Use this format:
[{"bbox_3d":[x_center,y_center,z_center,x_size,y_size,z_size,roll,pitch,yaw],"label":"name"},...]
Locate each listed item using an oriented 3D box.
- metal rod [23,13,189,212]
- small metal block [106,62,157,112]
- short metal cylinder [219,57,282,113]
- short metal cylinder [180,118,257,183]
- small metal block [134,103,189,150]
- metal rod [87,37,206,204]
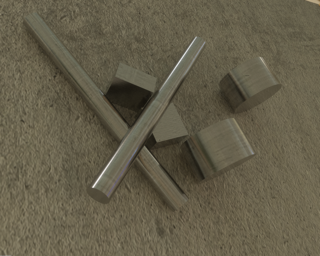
[{"bbox_3d":[-0.070,-0.025,0.380,0.025,0.025,0.300,-34,81,-38],"label":"metal rod"},{"bbox_3d":[-0.039,-0.050,0.397,0.050,0.050,0.025,21,54,-16],"label":"small metal block"},{"bbox_3d":[0.140,-0.065,0.484,0.081,0.080,0.050,-16,70,-34],"label":"short metal cylinder"},{"bbox_3d":[0.073,0.029,0.390,0.081,0.080,0.050,-15,70,-34],"label":"short metal cylinder"},{"bbox_3d":[0.002,-0.003,0.406,0.050,0.025,0.050,-12,68,-33],"label":"small metal block"},{"bbox_3d":[0.001,-0.034,0.392,0.025,0.025,0.301,35,50,-5],"label":"metal rod"}]
